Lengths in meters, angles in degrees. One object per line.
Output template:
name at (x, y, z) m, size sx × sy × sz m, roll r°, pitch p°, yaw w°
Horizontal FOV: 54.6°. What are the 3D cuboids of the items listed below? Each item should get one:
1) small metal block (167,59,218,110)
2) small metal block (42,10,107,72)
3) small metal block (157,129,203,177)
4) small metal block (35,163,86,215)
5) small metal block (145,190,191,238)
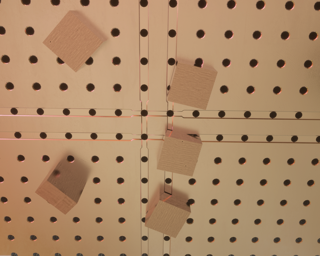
small metal block at (0.040, -0.055, 0.393) m, size 0.050 × 0.025 × 0.050 m, roll 13°, pitch 110°, yaw -5°
small metal block at (-0.102, -0.104, 0.374) m, size 0.050 × 0.025 × 0.050 m, roll 43°, pitch 105°, yaw -14°
small metal block at (0.026, 0.034, 0.426) m, size 0.050 × 0.025 × 0.050 m, roll 13°, pitch 110°, yaw -5°
small metal block at (-0.136, 0.083, 0.430) m, size 0.050 × 0.050 × 0.025 m, roll 43°, pitch 105°, yaw -14°
small metal block at (0.011, 0.128, 0.461) m, size 0.050 × 0.025 × 0.050 m, roll 24°, pitch 108°, yaw -9°
